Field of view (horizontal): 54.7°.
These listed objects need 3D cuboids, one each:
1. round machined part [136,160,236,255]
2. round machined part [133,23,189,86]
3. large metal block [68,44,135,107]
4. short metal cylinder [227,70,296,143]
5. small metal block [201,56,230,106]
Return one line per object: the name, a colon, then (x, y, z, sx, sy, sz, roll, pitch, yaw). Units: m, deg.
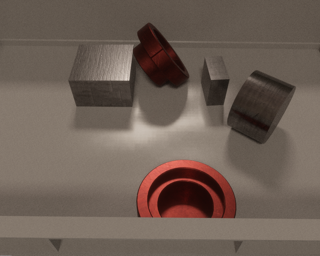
round machined part: (0.026, 0.085, 0.322, 0.099, 0.042, 0.098, 1, 48, -1)
round machined part: (-0.003, -0.101, 0.455, 0.042, 0.098, 0.098, -35, 50, 16)
large metal block: (-0.080, -0.077, 0.452, 0.081, 0.050, 0.080, 0, 50, 1)
short metal cylinder: (0.128, -0.027, 0.393, 0.050, 0.080, 0.080, 30, 56, 23)
small metal block: (0.078, -0.068, 0.447, 0.025, 0.050, 0.050, -3, 50, -3)
